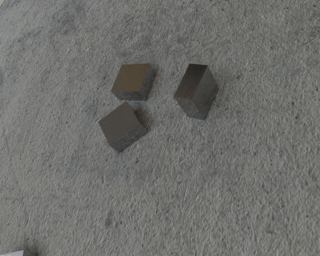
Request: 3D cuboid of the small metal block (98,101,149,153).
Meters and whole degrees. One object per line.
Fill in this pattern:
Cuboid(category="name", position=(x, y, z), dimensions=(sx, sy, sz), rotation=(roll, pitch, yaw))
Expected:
Cuboid(category="small metal block", position=(-0.052, -0.002, 0.432), dimensions=(0.050, 0.025, 0.050), rotation=(-36, 51, 4))

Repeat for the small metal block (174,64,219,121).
Cuboid(category="small metal block", position=(0.047, -0.045, 0.391), dimensions=(0.025, 0.050, 0.050), rotation=(14, 69, 34))

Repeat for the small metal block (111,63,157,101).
Cuboid(category="small metal block", position=(-0.039, -0.069, 0.467), dimensions=(0.050, 0.025, 0.050), rotation=(5, 64, 30))

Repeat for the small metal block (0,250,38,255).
Cuboid(category="small metal block", position=(-0.185, 0.185, 0.387), dimensions=(0.050, 0.025, 0.050), rotation=(-17, 55, 18))
